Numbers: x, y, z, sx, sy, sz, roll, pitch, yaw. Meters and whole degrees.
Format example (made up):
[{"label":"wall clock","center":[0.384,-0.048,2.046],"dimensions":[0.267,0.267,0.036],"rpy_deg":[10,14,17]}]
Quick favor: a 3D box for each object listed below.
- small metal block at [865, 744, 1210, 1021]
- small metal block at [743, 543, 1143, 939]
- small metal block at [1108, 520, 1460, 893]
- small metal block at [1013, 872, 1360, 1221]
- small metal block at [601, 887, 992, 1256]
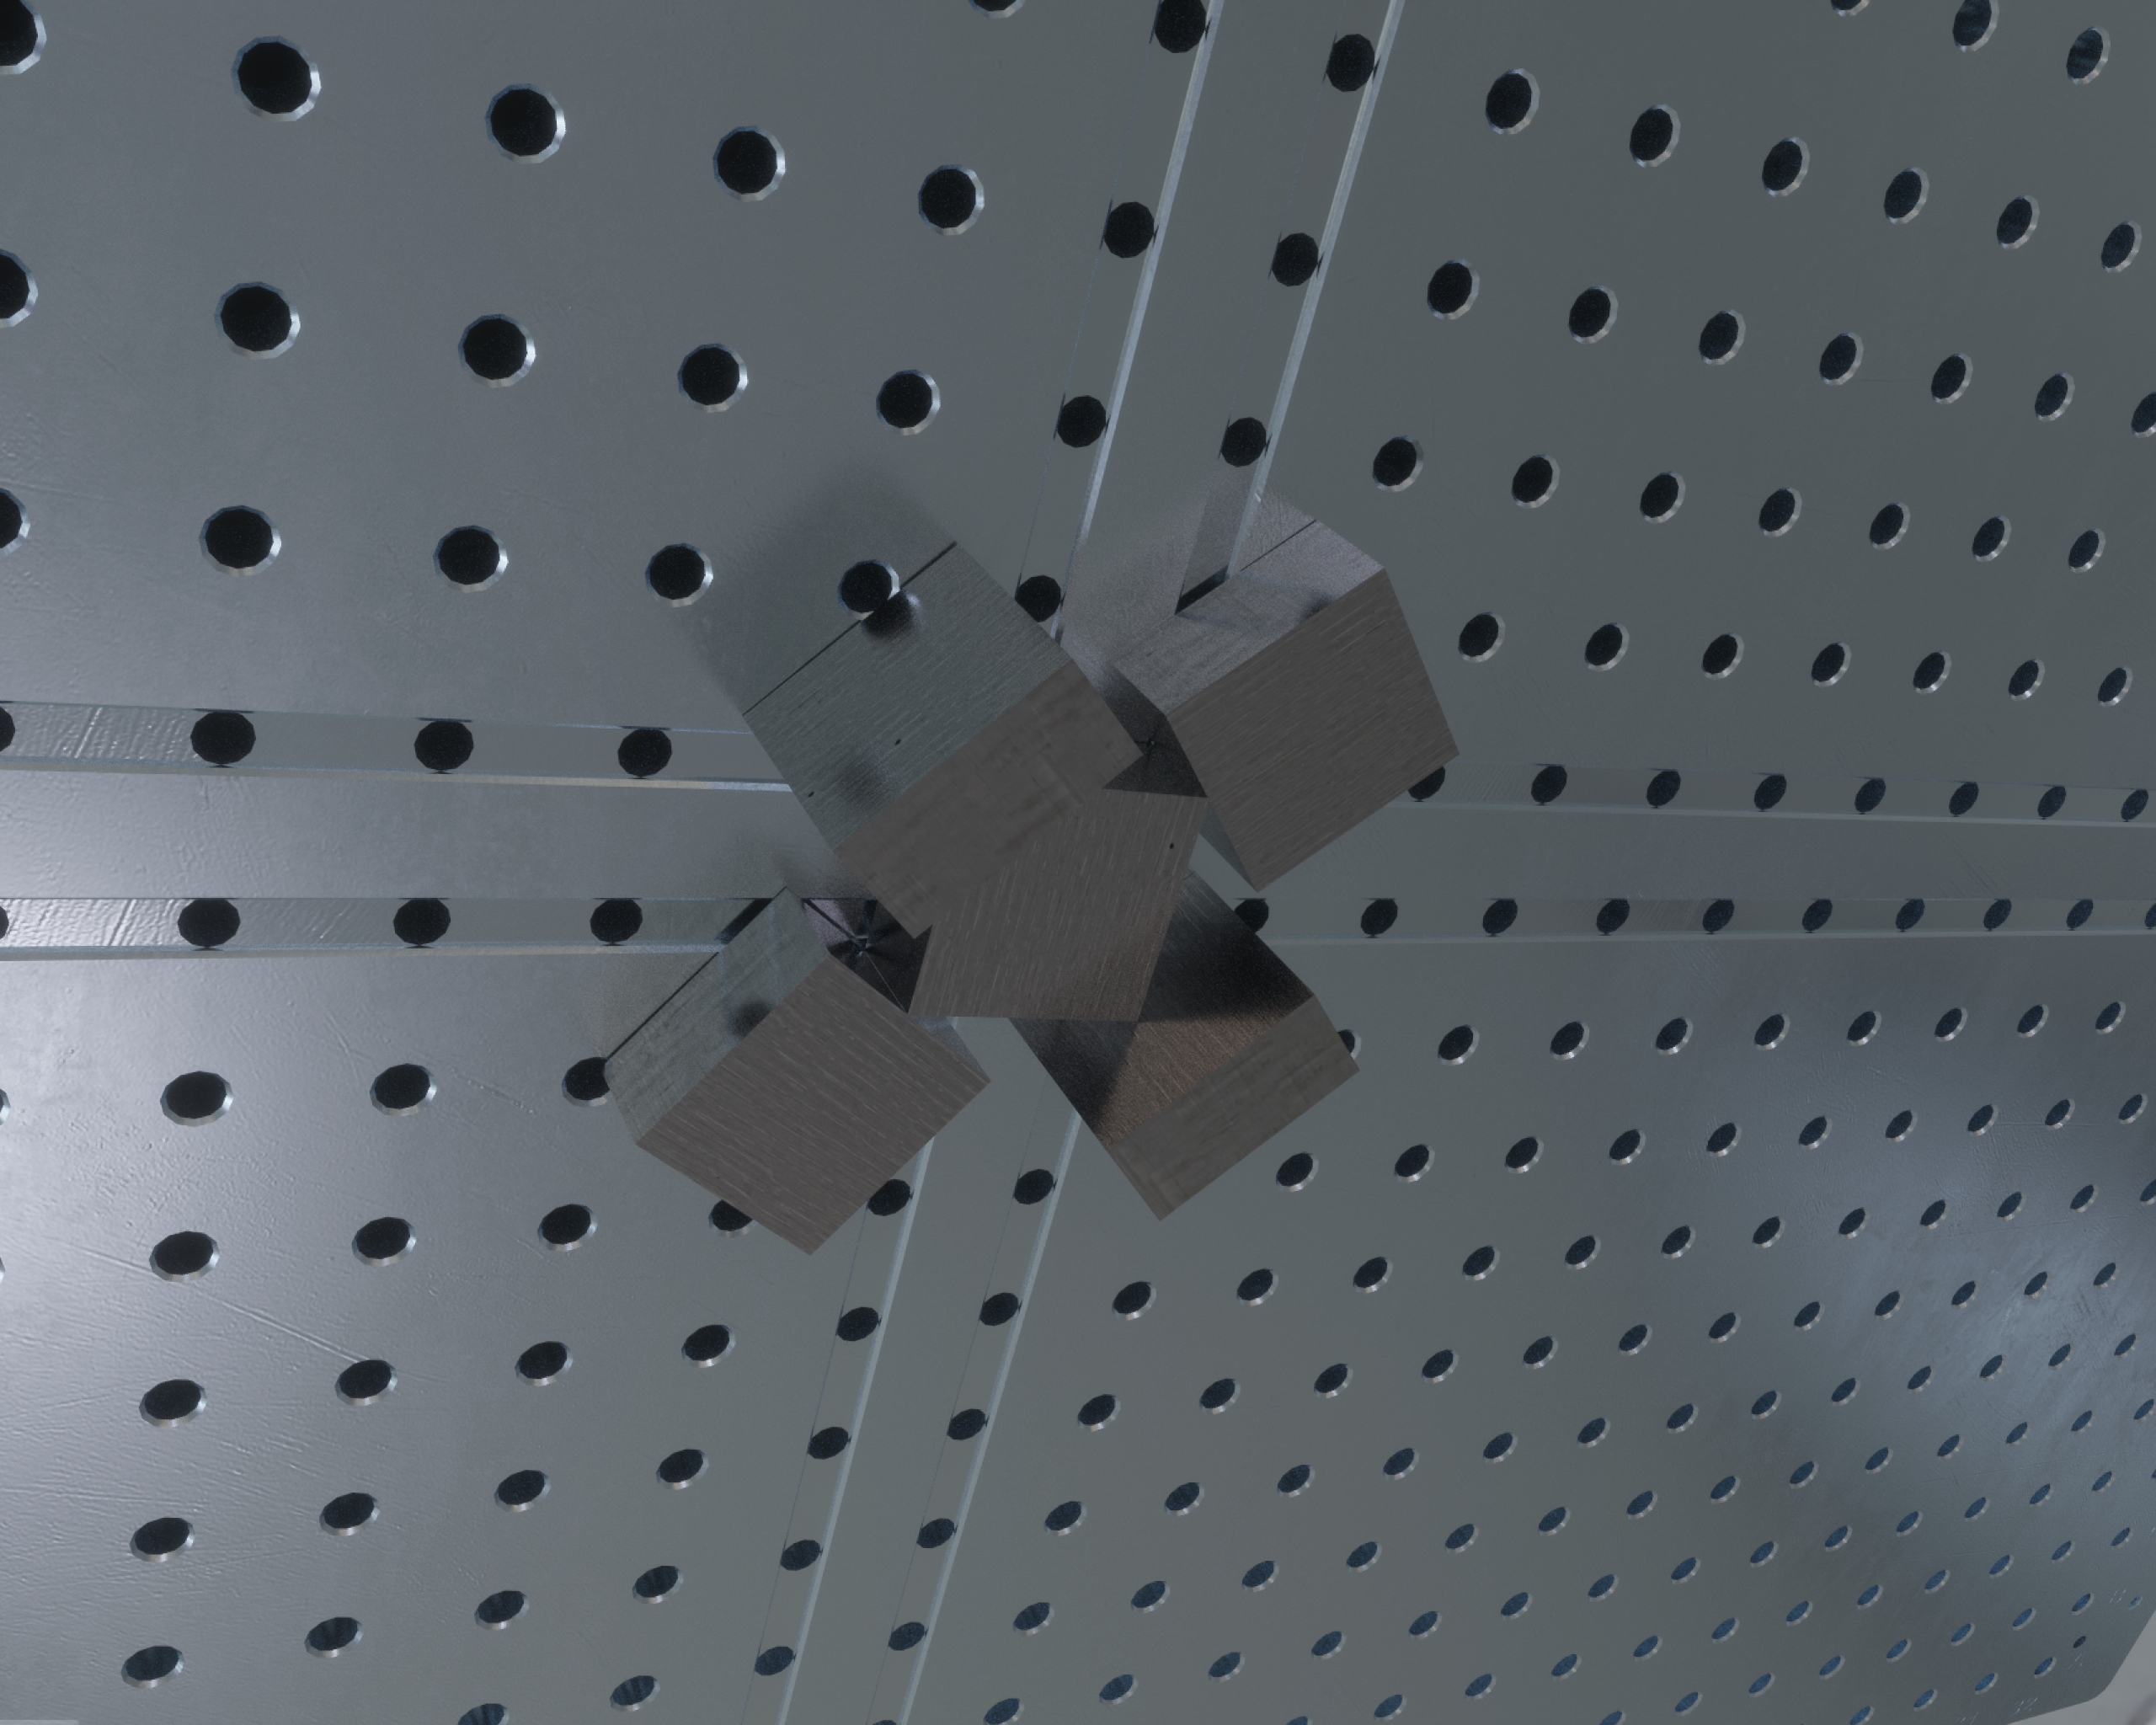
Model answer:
[{"label":"small metal block","center":[-0.008,0.003,0.407],"dimensions":[0.050,0.025,0.050],"rpy_deg":[4,115,-29]},{"label":"small metal block","center":[-0.025,-0.022,0.367],"dimensions":[0.050,0.050,0.025],"rpy_deg":[-39,130,-1]},{"label":"small metal block","center":[0.042,-0.031,0.414],"dimensions":[0.050,0.025,0.050],"rpy_deg":[-34,129,-5]},{"label":"small metal block","center":[0.021,0.037,0.428],"dimensions":[0.050,0.050,0.025],"rpy_deg":[-36,129,-4]},{"label":"small metal block","center":[-0.054,0.041,0.406],"dimensions":[0.050,0.025,0.050],"rpy_deg":[-44,130,2]}]
